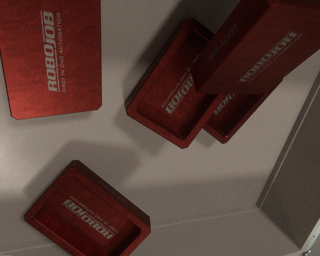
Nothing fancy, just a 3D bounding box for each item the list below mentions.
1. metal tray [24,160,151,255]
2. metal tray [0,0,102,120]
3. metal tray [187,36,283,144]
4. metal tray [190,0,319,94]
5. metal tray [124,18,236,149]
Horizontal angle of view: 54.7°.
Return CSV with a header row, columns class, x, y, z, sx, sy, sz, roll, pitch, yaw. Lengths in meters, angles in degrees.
class,x,y,z,sx,sy,sz,roll,pitch,yaw
metal tray,-0.087,0.114,0.390,0.130,0.030,0.090,41,95,-10
metal tray,-0.105,-0.076,0.301,0.091,0.030,0.129,-9,123,-24
metal tray,0.102,-0.049,0.432,0.130,0.030,0.090,-50,129,6
metal tray,0.096,-0.076,0.291,0.091,0.030,0.129,-3,157,-23
metal tray,0.029,-0.051,0.369,0.090,0.030,0.130,33,98,-18
